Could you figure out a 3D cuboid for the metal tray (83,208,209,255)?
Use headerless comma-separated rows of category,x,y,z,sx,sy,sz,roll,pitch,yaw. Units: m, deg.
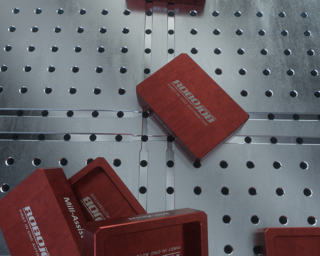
metal tray,-0.009,0.135,0.314,0.131,0.030,0.090,2,84,-33

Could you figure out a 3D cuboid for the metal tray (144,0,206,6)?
metal tray,0.013,-0.249,0.500,0.131,0.030,0.090,7,70,2

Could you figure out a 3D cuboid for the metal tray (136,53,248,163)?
metal tray,0.041,-0.029,0.420,0.090,0.030,0.130,-38,75,-13

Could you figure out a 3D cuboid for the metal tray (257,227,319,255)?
metal tray,0.184,0.160,0.351,0.131,0.030,0.090,0,70,0

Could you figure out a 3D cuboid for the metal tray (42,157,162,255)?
metal tray,-0.066,0.111,0.368,0.090,0.030,0.130,-37,74,-13

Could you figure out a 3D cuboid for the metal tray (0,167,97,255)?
metal tray,-0.124,0.120,0.342,0.090,0.030,0.130,-37,71,19
